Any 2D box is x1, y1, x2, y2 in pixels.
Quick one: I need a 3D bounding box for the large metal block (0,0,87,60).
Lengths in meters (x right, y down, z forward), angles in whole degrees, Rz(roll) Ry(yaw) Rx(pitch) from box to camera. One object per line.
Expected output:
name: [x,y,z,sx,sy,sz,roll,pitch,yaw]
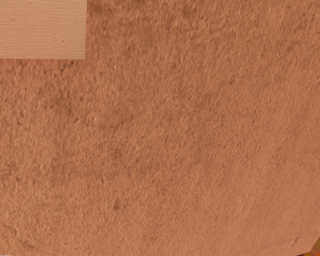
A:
large metal block: [-0.109,-0.106,0.266,0.081,0.050,0.079,-5,121,-26]
